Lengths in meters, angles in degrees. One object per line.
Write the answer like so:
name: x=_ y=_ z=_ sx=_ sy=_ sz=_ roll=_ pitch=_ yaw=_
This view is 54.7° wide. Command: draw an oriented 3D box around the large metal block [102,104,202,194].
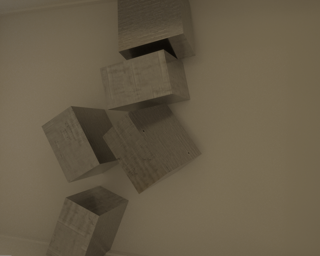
large metal block: x=-0.008 y=0.022 z=0.377 sx=0.050 sy=0.081 sz=0.080 roll=-42 pitch=77 yaw=34

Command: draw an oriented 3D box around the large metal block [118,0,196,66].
large metal block: x=-0.005 y=-0.127 z=0.387 sx=0.080 sy=0.050 sz=0.080 roll=-11 pitch=70 yaw=19

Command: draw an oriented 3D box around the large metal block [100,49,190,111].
large metal block: x=-0.015 y=-0.054 z=0.386 sx=0.080 sy=0.080 sz=0.050 roll=-12 pitch=86 yaw=19

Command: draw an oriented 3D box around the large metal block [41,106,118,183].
large metal block: x=-0.096 y=0.020 z=0.414 sx=0.050 sy=0.080 sz=0.080 roll=-31 pitch=80 yaw=17

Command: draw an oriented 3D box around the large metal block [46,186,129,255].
large metal block: x=-0.094 y=0.131 z=0.413 sx=0.050 sy=0.080 sz=0.080 roll=23 pitch=98 yaw=18
